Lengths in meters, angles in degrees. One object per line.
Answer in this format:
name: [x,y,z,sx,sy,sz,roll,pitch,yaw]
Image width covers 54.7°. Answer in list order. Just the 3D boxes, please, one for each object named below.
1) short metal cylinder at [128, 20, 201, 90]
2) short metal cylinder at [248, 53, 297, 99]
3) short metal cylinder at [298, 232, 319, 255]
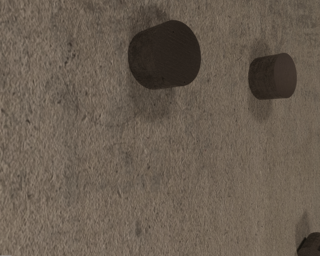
short metal cylinder: [0.007,-0.091,0.396,0.081,0.050,0.079,0,90,-40]
short metal cylinder: [0.206,-0.092,0.564,0.081,0.050,0.079,0,90,-40]
short metal cylinder: [0.348,0.274,0.666,0.050,0.080,0.080,-34,111,-35]
